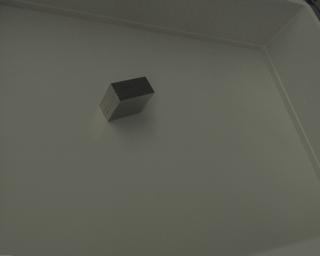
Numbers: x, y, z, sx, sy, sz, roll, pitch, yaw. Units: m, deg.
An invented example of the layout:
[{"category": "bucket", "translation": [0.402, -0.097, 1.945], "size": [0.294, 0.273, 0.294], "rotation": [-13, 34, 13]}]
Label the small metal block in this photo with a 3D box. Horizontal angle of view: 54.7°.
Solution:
[{"category": "small metal block", "translation": [-0.042, -0.036, 0.390], "size": [0.050, 0.050, 0.025], "rotation": [-19, 72, -35]}]
